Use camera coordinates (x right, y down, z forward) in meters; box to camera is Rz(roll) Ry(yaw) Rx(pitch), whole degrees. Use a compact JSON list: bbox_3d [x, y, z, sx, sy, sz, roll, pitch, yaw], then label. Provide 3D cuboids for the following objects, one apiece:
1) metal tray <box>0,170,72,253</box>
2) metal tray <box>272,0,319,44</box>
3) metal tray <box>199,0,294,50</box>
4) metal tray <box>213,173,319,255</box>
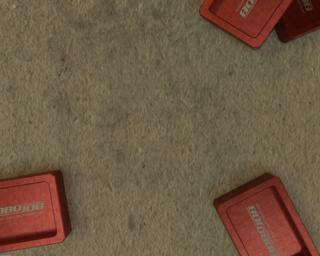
[{"bbox_3d":[-0.190,0.110,0.404,0.131,0.030,0.089,-9,90,-1],"label":"metal tray"},{"bbox_3d":[0.182,-0.190,0.409,0.090,0.030,0.129,-23,90,-1],"label":"metal tray"},{"bbox_3d":[0.122,-0.175,0.383,0.090,0.030,0.129,36,106,10],"label":"metal tray"},{"bbox_3d":[0.140,0.137,0.409,0.090,0.030,0.130,-27,90,-1],"label":"metal tray"}]
